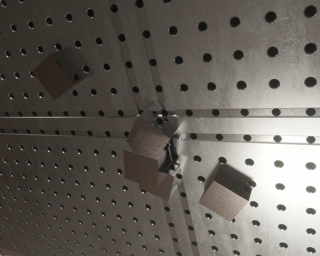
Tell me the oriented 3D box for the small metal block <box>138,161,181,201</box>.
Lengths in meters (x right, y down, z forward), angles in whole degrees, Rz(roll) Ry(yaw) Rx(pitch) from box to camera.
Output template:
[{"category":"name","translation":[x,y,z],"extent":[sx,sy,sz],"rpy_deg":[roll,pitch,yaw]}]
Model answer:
[{"category":"small metal block","translation":[-0.001,0.073,0.455],"extent":[0.050,0.025,0.050],"rpy_deg":[21,126,15]}]

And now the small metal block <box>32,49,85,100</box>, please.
[{"category":"small metal block","translation":[-0.144,-0.075,0.439],"extent":[0.050,0.025,0.050],"rpy_deg":[-27,104,37]}]

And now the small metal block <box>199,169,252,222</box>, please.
[{"category":"small metal block","translation":[0.088,0.093,0.421],"extent":[0.050,0.025,0.050],"rpy_deg":[30,128,8]}]

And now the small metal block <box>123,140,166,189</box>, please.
[{"category":"small metal block","translation":[-0.020,0.049,0.419],"extent":[0.050,0.025,0.050],"rpy_deg":[15,124,19]}]

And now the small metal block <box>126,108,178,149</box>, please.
[{"category":"small metal block","translation":[-0.012,0.010,0.422],"extent":[0.050,0.025,0.050],"rpy_deg":[34,129,5]}]
